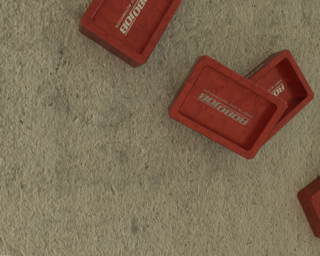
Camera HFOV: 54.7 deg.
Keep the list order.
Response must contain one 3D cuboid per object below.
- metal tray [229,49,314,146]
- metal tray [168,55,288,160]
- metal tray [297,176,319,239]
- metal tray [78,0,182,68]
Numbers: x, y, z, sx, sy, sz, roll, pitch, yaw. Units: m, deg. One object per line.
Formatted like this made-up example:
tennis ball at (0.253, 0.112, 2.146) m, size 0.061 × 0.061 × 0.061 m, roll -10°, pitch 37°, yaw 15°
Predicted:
metal tray at (0.162, -0.045, 0.465) m, size 0.131 × 0.030 × 0.090 m, roll -39°, pitch 103°, yaw -16°
metal tray at (0.088, -0.027, 0.411) m, size 0.131 × 0.030 × 0.090 m, roll 28°, pitch 101°, yaw -8°
metal tray at (0.300, 0.116, 0.517) m, size 0.131 × 0.030 × 0.090 m, roll -30°, pitch 100°, yaw -18°
metal tray at (-0.031, -0.155, 0.394) m, size 0.090 × 0.030 × 0.130 m, roll 32°, pitch 80°, yaw -17°
